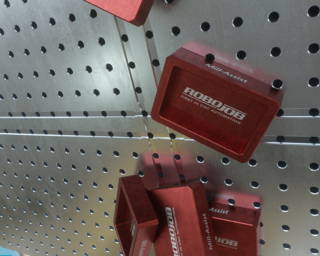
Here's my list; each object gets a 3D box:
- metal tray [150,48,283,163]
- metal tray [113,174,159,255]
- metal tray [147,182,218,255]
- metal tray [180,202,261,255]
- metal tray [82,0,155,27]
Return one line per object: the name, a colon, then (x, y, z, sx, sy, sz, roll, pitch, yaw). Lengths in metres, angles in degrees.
metal tray: (0.060, -0.025, 0.360, 0.130, 0.030, 0.089, 26, 128, 11)
metal tray: (-0.042, 0.147, 0.481, 0.090, 0.030, 0.129, -119, 31, -41)
metal tray: (0.030, 0.148, 0.440, 0.090, 0.030, 0.129, -17, 80, 40)
metal tray: (0.080, 0.155, 0.462, 0.130, 0.030, 0.090, 4, 121, 26)
metal tray: (-0.060, -0.171, 0.312, 0.130, 0.030, 0.090, 28, 105, 9)
